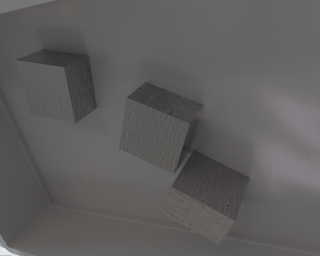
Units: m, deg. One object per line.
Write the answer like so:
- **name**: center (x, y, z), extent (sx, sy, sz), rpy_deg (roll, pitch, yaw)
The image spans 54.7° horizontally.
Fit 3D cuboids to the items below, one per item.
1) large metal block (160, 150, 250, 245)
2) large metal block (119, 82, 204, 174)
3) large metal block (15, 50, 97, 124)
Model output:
- **large metal block**: center (0.059, 0.085, 0.395), extent (0.080, 0.080, 0.050), rpy_deg (27, 128, 11)
- **large metal block**: center (0.000, -0.001, 0.392), extent (0.080, 0.050, 0.079), rpy_deg (24, 127, 14)
- **large metal block**: center (-0.141, -0.059, 0.430), extent (0.080, 0.050, 0.079), rpy_deg (12, 123, 22)
